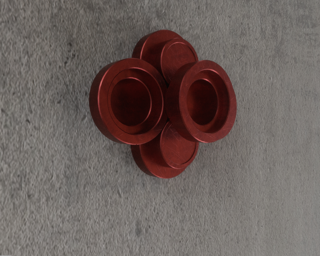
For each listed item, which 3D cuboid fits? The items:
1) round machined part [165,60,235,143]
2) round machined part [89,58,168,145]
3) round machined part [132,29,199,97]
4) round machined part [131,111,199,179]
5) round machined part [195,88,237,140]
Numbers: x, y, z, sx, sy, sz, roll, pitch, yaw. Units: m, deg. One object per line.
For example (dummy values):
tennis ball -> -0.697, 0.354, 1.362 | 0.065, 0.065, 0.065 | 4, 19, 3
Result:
round machined part -> 0.045, -0.031, 0.380 | 0.099, 0.042, 0.097 | -1, 91, -40
round machined part -> -0.039, -0.030, 0.364 | 0.099, 0.042, 0.097 | 0, 90, -40
round machined part -> 0.014, -0.081, 0.409 | 0.099, 0.042, 0.097 | 0, 90, -40
round machined part -> 0.013, 0.018, 0.408 | 0.099, 0.042, 0.097 | 0, 90, -40
round machined part -> 0.065, -0.031, 0.452 | 0.099, 0.042, 0.097 | 0, 90, -40
